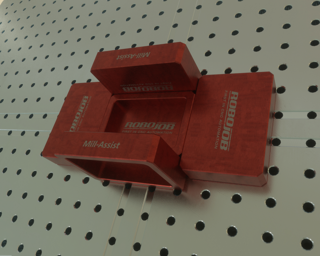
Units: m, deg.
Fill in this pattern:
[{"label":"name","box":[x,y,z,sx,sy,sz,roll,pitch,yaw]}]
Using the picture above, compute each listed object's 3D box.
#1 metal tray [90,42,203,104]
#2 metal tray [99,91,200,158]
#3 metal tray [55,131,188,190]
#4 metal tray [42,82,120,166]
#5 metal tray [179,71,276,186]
[{"label":"metal tray","box":[-0.014,-0.067,0.414,0.130,0.090,0.030,1,63,28]},{"label":"metal tray","box":[-0.017,-0.001,0.410,0.130,0.030,0.090,1,62,28]},{"label":"metal tray","box":[-0.044,0.038,0.363,0.130,0.090,0.030,1,63,28]},{"label":"metal tray","box":[-0.113,-0.008,0.467,0.090,0.030,0.130,1,62,28]},{"label":"metal tray","box":[0.081,-0.003,0.361,0.090,0.030,0.130,2,62,27]}]
